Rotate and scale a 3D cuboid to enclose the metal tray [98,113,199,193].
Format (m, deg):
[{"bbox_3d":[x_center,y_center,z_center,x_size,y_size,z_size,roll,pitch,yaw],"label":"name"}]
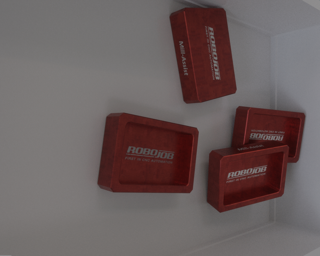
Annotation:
[{"bbox_3d":[-0.009,0.035,0.395,0.131,0.030,0.090,11,83,-39],"label":"metal tray"}]

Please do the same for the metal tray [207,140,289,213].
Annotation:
[{"bbox_3d":[0.139,0.073,0.485,0.131,0.030,0.089,-7,107,-24],"label":"metal tray"}]

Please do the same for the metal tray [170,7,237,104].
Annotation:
[{"bbox_3d":[0.067,-0.108,0.459,0.091,0.030,0.129,-17,101,-39],"label":"metal tray"}]

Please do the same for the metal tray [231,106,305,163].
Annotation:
[{"bbox_3d":[0.187,0.013,0.531,0.131,0.030,0.089,3,96,-26],"label":"metal tray"}]
